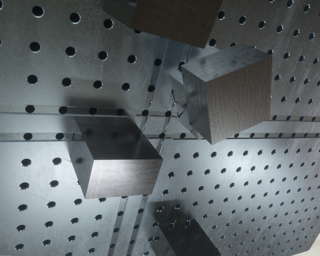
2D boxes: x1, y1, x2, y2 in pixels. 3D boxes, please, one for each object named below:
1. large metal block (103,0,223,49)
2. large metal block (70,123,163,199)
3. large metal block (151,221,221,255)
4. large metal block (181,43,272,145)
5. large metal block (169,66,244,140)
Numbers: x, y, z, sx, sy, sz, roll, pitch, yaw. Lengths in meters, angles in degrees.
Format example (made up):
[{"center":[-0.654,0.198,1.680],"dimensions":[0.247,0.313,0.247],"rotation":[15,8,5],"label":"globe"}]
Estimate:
[{"center":[0.000,-0.121,0.302],"dimensions":[0.081,0.080,0.050],"rotation":[6,116,-31],"label":"large metal block"},{"center":[-0.055,0.036,0.369],"dimensions":[0.081,0.080,0.050],"rotation":[3,117,-30],"label":"large metal block"},{"center":[0.043,0.212,0.532],"dimensions":[0.081,0.080,0.050],"rotation":[2,117,-30],"label":"large metal block"},{"center":[0.076,-0.039,0.349],"dimensions":[0.081,0.050,0.080],"rotation":[-23,127,-15],"label":"large metal block"},{"center":[0.066,-0.043,0.406],"dimensions":[0.080,0.050,0.080],"rotation":[-26,128,-13],"label":"large metal block"}]
